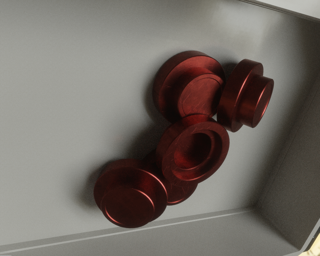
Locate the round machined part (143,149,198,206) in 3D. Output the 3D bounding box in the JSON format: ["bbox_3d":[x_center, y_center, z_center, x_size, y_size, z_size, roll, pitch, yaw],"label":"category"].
[{"bbox_3d":[0.017,0.074,0.453,0.099,0.042,0.097,-14,125,-21],"label":"round machined part"}]

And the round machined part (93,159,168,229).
[{"bbox_3d":[-0.039,0.092,0.405,0.099,0.042,0.097,2,118,4],"label":"round machined part"}]

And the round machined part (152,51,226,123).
[{"bbox_3d":[0.043,-0.044,0.393,0.099,0.042,0.097,-14,125,-21],"label":"round machined part"}]

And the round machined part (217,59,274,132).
[{"bbox_3d":[0.117,-0.039,0.410,0.099,0.042,0.097,-43,146,-38],"label":"round machined part"}]

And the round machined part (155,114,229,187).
[{"bbox_3d":[0.038,0.025,0.406,0.099,0.042,0.097,-14,125,-21],"label":"round machined part"}]
